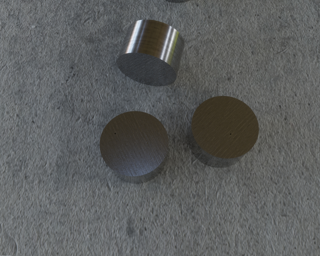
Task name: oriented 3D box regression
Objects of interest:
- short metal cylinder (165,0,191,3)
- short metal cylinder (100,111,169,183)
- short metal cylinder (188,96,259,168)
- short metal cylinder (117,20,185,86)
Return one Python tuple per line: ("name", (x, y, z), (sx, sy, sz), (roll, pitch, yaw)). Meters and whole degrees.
("short metal cylinder", (0.029, -0.246, 0.485), (0.081, 0.050, 0.080), (0, 70, 0))
("short metal cylinder", (-0.030, 0.025, 0.385), (0.081, 0.050, 0.080), (0, 70, 0))
("short metal cylinder", (0.078, 0.006, 0.393), (0.081, 0.050, 0.080), (0, 70, 0))
("short metal cylinder", (-0.012, -0.098, 0.414), (0.080, 0.080, 0.050), (13, 71, 4))
